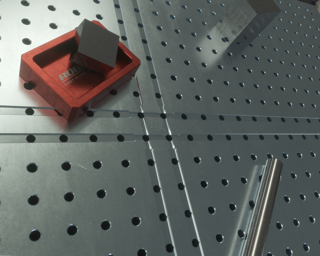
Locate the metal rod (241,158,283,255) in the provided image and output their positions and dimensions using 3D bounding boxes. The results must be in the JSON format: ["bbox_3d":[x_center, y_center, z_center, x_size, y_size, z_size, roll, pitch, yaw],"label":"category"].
[{"bbox_3d":[0.112,0.154,0.376,0.025,0.025,0.301,36,51,-5],"label":"metal rod"}]

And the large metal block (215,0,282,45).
[{"bbox_3d":[0.169,-0.211,0.595,0.081,0.080,0.050,-21,73,-36],"label":"large metal block"}]

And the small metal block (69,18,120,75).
[{"bbox_3d":[-0.083,-0.103,0.399,0.050,0.025,0.050,20,63,-33],"label":"small metal block"}]

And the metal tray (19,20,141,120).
[{"bbox_3d":[-0.098,-0.079,0.401,0.090,0.030,0.131,44,51,1],"label":"metal tray"}]
